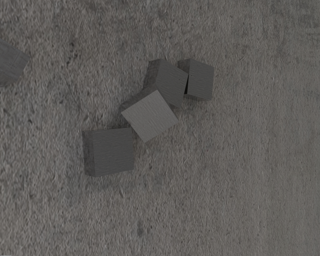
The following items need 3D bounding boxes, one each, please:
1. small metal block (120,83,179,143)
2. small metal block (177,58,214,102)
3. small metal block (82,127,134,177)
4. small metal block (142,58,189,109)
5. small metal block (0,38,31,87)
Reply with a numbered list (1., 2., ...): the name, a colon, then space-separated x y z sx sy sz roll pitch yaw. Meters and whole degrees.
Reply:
1. small metal block: -0.013 -0.018 0.377 0.050 0.025 0.050 -32 117 8
2. small metal block: 0.050 -0.068 0.446 0.050 0.025 0.050 9 84 -40
3. small metal block: -0.059 0.026 0.355 0.050 0.025 0.050 -6 94 -40
4. small metal block: 0.007 -0.057 0.410 0.050 0.025 0.050 22 76 -38
5. small metal block: -0.148 -0.061 0.264 0.050 0.050 0.025 33 70 -35
